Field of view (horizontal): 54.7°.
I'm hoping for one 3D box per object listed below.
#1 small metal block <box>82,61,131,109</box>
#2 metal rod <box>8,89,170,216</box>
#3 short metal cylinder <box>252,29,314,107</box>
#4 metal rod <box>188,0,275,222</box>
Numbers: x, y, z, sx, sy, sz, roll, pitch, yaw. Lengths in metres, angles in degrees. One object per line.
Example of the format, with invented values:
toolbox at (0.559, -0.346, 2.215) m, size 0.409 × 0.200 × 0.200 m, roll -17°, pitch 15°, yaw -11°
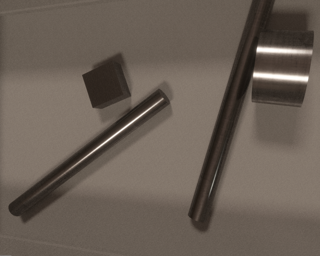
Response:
small metal block at (-0.075, -0.060, 0.436) m, size 0.050 × 0.025 × 0.050 m, roll -21°, pitch 83°, yaw 18°
metal rod at (-0.111, 0.043, 0.448) m, size 0.300 × 0.025 × 0.025 m, roll -36°, pitch 79°, yaw 16°
short metal cylinder at (0.131, -0.065, 0.335) m, size 0.050 × 0.080 × 0.079 m, roll 8°, pitch 93°, yaw 19°
metal rod at (0.088, -0.029, 0.379) m, size 0.025 × 0.025 × 0.298 m, roll 18°, pitch 96°, yaw 19°
